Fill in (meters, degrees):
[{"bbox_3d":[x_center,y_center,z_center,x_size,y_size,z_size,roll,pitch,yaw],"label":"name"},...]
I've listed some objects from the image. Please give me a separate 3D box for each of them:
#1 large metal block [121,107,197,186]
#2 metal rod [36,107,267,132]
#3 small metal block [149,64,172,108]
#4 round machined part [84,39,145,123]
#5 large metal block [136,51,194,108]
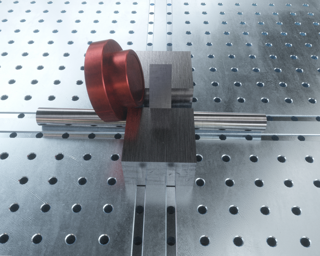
[{"bbox_3d":[0.000,0.022,0.373,0.080,0.050,0.080,1,50,1],"label":"large metal block"},{"bbox_3d":[-0.012,-0.011,0.417,0.302,0.025,0.025,2,50,1],"label":"metal rod"},{"bbox_3d":[0.001,-0.050,0.376,0.025,0.050,0.050,1,6,0],"label":"small metal block"},{"bbox_3d":[-0.048,-0.057,0.370,0.042,0.098,0.098,-6,49,14],"label":"round machined part"},{"bbox_3d":[0.004,-0.066,0.447,0.081,0.050,0.080,1,50,0],"label":"large metal block"}]
